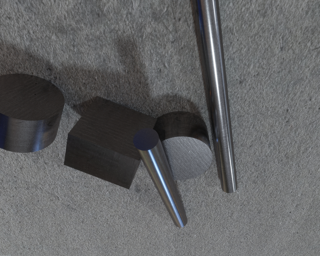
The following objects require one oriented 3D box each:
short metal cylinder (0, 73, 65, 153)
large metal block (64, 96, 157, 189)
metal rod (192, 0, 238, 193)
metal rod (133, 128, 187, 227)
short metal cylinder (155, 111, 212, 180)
[{"bbox_3d":[-0.155,-0.018,0.354,0.081,0.080,0.050,17,128,-14],"label":"short metal cylinder"},{"bbox_3d":[-0.057,0.015,0.373,0.080,0.080,0.050,21,128,0],"label":"large metal block"},{"bbox_3d":[0.076,-0.019,0.391,0.025,0.025,0.299,-10,130,8],"label":"metal rod"},{"bbox_3d":[0.011,0.087,0.423,0.025,0.025,0.299,-8,148,6],"label":"metal rod"},{"bbox_3d":[0.026,0.024,0.412,0.081,0.050,0.079,0,130,0],"label":"short metal cylinder"}]
